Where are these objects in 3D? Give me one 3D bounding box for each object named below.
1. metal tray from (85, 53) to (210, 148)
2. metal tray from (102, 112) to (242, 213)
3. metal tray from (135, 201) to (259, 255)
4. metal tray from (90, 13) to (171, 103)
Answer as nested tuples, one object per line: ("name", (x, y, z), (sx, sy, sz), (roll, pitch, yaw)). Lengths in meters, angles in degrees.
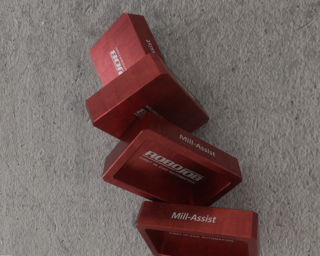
("metal tray", (-0.008, -0.018, 0.352), (0.090, 0.130, 0.030), (-34, 58, 13))
("metal tray", (0.014, 0.047, 0.348), (0.131, 0.030, 0.090), (28, 124, -21))
("metal tray", (0.046, 0.126, 0.360), (0.130, 0.090, 0.030), (0, 46, 20))
("metal tray", (-0.035, -0.068, 0.401), (0.090, 0.030, 0.130), (-31, 79, 41))
